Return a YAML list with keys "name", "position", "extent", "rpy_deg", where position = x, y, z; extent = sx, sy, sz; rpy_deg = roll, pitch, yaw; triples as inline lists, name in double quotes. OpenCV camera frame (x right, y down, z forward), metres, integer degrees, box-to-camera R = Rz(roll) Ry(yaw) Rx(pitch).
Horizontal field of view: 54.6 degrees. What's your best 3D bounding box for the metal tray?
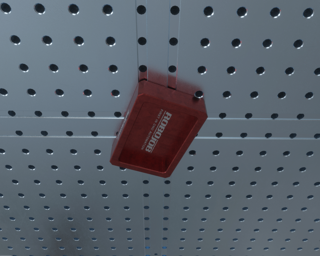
- name: "metal tray"
  position: [-0.006, 0.007, 0.414]
  extent: [0.091, 0.030, 0.129]
  rpy_deg: [16, 129, -14]
